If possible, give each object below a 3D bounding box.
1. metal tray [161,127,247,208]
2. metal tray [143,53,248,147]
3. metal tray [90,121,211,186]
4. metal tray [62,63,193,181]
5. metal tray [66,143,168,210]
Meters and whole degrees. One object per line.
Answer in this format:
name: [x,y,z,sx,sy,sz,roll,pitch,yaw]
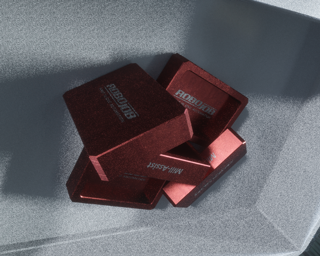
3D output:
metal tray: [0.069,0.062,0.456,0.130,0.030,0.090,-43,158,2]
metal tray: [0.048,-0.030,0.413,0.131,0.030,0.090,23,106,-37]
metal tray: [-0.013,0.023,0.371,0.131,0.090,0.030,17,110,-35]
metal tray: [-0.038,-0.015,0.308,0.091,0.130,0.030,-26,128,-12]
metal tray: [-0.046,0.061,0.416,0.131,0.030,0.089,17,109,-35]
